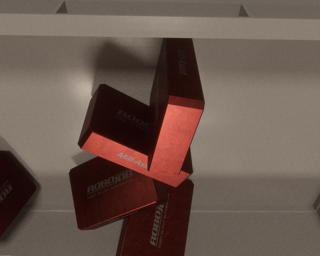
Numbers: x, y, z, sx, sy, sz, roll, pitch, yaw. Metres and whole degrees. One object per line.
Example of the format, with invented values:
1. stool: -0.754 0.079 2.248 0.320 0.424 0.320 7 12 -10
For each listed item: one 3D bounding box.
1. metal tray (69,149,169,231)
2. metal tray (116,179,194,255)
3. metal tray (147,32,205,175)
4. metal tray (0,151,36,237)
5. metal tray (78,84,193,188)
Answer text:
1. metal tray: -0.061 0.079 0.430 0.130 0.090 0.030 -25 156 19
2. metal tray: -0.005 0.133 0.455 0.091 0.130 0.030 17 157 -15
3. metal tray: 0.011 -0.029 0.316 0.030 0.130 0.089 9 130 -8
4. metal tray: -0.242 0.106 0.426 0.030 0.130 0.090 2 134 28
5. metal tray: -0.024 0.008 0.373 0.131 0.090 0.030 26 125 -21
